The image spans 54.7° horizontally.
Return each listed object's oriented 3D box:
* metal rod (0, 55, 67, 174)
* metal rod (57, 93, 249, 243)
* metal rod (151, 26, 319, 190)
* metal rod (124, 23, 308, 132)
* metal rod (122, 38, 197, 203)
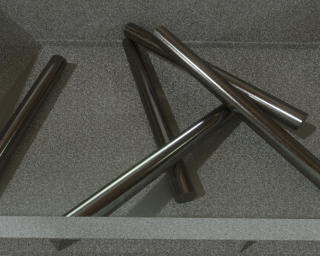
[{"bbox_3d":[-0.188,0.006,0.397,0.025,0.025,0.300,9,50,7],"label":"metal rod"},{"bbox_3d":[0.022,0.022,0.354,0.025,0.025,0.302,36,48,26],"label":"metal rod"},{"bbox_3d":[0.099,-0.030,0.390,0.025,0.025,0.300,-37,72,-27],"label":"metal rod"},{"bbox_3d":[0.061,-0.083,0.438,0.300,0.025,0.025,35,58,26],"label":"metal rod"},{"bbox_3d":[-0.011,-0.034,0.433,0.025,0.025,0.300,-12,51,-10],"label":"metal rod"}]
